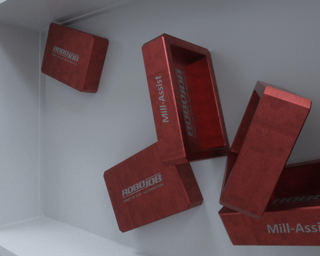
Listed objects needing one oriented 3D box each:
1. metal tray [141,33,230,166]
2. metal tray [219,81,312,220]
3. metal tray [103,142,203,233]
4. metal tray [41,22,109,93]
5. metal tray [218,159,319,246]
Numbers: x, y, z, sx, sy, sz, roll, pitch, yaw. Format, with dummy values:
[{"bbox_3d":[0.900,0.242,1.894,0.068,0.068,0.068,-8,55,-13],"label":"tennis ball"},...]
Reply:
[{"bbox_3d":[0.031,-0.028,0.337,0.030,0.091,0.129,-17,80,39],"label":"metal tray"},{"bbox_3d":[0.085,0.008,0.267,0.030,0.130,0.089,21,105,10],"label":"metal tray"},{"bbox_3d":[-0.015,0.078,0.414,0.130,0.030,0.090,-31,71,35],"label":"metal tray"},{"bbox_3d":[-0.147,-0.120,0.522,0.130,0.030,0.089,26,106,36],"label":"metal tray"},{"bbox_3d":[0.124,0.056,0.251,0.130,0.091,0.030,-20,95,43],"label":"metal tray"}]
